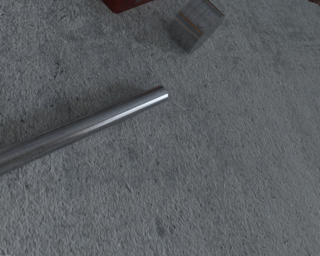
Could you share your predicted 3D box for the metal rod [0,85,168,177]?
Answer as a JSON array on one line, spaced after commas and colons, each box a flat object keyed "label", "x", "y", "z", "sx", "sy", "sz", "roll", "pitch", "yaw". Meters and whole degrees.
[{"label": "metal rod", "x": -0.105, "y": 0.007, "z": 0.342, "sx": 0.302, "sy": 0.025, "sz": 0.025, "roll": -27, "pitch": 77, "yaw": -37}]

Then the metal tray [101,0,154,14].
[{"label": "metal tray", "x": -0.056, "y": -0.250, "z": 0.523, "sx": 0.090, "sy": 0.030, "sz": 0.131, "roll": 47, "pitch": 51, "yaw": 5}]

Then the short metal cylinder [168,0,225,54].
[{"label": "short metal cylinder", "x": 0.059, "y": -0.168, "z": 0.502, "sx": 0.050, "sy": 0.080, "sz": 0.080, "roll": 44, "pitch": 51, "yaw": 2}]
